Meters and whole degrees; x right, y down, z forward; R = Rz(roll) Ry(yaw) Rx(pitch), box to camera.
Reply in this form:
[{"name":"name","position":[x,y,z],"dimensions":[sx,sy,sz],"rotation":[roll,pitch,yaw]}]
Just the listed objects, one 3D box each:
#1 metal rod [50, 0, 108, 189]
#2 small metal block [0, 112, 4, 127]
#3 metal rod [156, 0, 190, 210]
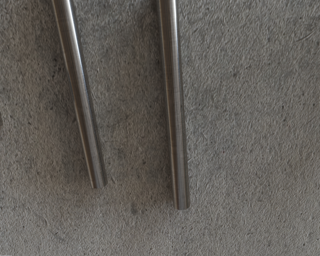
[{"name":"metal rod","position":[-0.102,-0.060,0.386],"dimensions":[0.025,0.025,0.298],"rotation":[-6,110,2]},{"name":"small metal block","position":[-0.226,-0.019,0.386],"dimensions":[0.025,0.050,0.050],"rotation":[-4,110,1]},{"name":"metal rod","position":[0.019,-0.027,0.400],"dimensions":[0.025,0.025,0.298],"rotation":[-5,110,1]}]
